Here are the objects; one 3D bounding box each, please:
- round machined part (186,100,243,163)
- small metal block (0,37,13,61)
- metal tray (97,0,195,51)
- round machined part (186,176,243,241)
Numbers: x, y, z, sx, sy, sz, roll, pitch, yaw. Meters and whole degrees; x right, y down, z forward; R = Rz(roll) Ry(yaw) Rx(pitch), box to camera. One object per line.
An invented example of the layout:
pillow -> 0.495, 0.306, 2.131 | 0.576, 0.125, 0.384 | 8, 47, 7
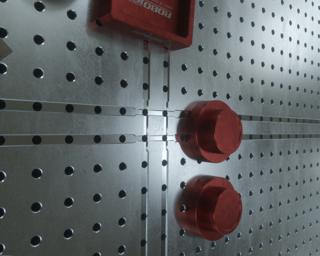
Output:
round machined part -> 0.090, 0.006, 0.476 | 0.099, 0.042, 0.097 | 0, 90, -40
small metal block -> -0.159, -0.073, 0.260 | 0.025, 0.050, 0.050 | -52, 121, -28
metal tray -> -0.011, -0.161, 0.397 | 0.131, 0.030, 0.089 | 7, 85, -40
round machined part -> 0.090, 0.124, 0.476 | 0.099, 0.042, 0.097 | 0, 90, -40
